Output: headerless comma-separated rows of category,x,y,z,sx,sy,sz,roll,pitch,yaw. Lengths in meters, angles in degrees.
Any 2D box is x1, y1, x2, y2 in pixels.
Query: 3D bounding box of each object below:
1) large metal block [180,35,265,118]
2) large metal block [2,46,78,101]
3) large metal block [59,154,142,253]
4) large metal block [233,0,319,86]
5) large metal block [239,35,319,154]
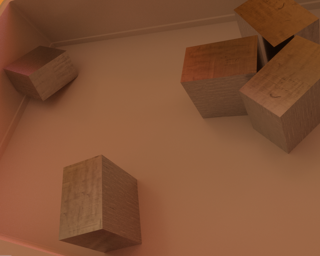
large metal block,0.079,-0.055,0.362,0.080,0.080,0.050,-4,60,26
large metal block,-0.207,-0.098,0.539,0.080,0.050,0.080,18,50,34
large metal block,-0.064,0.088,0.349,0.050,0.080,0.080,-19,54,17
large metal block,0.137,-0.103,0.361,0.050,0.080,0.080,-33,52,7
large metal block,0.136,-0.032,0.318,0.080,0.080,0.050,-44,51,-2
